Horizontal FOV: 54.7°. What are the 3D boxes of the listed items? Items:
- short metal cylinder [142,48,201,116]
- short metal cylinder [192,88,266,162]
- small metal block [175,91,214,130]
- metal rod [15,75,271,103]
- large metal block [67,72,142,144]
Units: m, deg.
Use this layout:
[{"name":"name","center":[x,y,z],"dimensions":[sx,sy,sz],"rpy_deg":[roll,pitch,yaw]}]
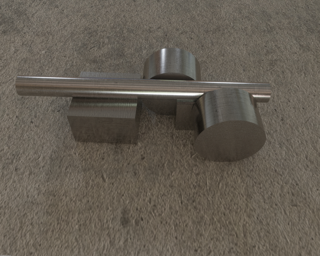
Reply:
[{"name":"short metal cylinder","center":[0.016,-0.061,0.421],"dimensions":[0.081,0.080,0.050],"rpy_deg":[2,50,1]},{"name":"short metal cylinder","center":[0.080,-0.002,0.371],"dimensions":[0.081,0.080,0.050],"rpy_deg":[0,50,-1]},{"name":"small metal block","center":[0.046,-0.022,0.406],"dimensions":[0.050,0.050,0.025],"rpy_deg":[1,50,0]},{"name":"metal rod","center":[-0.019,-0.048,0.378],"dimensions":[0.302,0.025,0.025],"rpy_deg":[2,50,-1]},{"name":"large metal block","center":[-0.067,-0.027,0.407],"dimensions":[0.081,0.050,0.080],"rpy_deg":[3,50,1]}]
